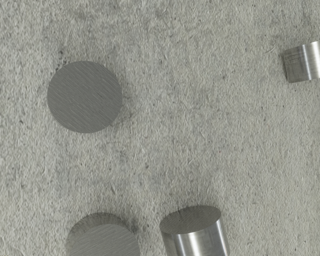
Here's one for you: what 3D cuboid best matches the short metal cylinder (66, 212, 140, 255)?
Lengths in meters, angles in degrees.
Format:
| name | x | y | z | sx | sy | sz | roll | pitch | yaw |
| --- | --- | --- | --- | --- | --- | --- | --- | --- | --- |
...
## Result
| name | x | y | z | sx | sy | sz | roll | pitch | yaw |
| --- | --- | --- | --- | --- | --- | --- | --- | --- | --- |
| short metal cylinder | -0.070 | 0.147 | 0.370 | 0.081 | 0.050 | 0.080 | 0 | 90 | -20 |

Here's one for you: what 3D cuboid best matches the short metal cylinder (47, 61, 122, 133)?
| name | x | y | z | sx | sy | sz | roll | pitch | yaw |
| --- | --- | --- | --- | --- | --- | --- | --- | --- | --- |
| short metal cylinder | -0.089 | -0.034 | 0.363 | 0.081 | 0.050 | 0.080 | 0 | 90 | -20 |

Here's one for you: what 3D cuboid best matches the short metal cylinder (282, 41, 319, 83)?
| name | x | y | z | sx | sy | sz | roll | pitch | yaw |
| --- | --- | --- | --- | --- | --- | --- | --- | --- | --- |
| short metal cylinder | 0.231 | -0.101 | 0.464 | 0.081 | 0.080 | 0.050 | -15 | 95 | -19 |

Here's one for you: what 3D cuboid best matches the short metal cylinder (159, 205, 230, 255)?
| name | x | y | z | sx | sy | sz | roll | pitch | yaw |
| --- | --- | --- | --- | --- | --- | --- | --- | --- | --- |
| short metal cylinder | 0.044 | 0.139 | 0.396 | 0.081 | 0.080 | 0.050 | -16 | 96 | -19 |
